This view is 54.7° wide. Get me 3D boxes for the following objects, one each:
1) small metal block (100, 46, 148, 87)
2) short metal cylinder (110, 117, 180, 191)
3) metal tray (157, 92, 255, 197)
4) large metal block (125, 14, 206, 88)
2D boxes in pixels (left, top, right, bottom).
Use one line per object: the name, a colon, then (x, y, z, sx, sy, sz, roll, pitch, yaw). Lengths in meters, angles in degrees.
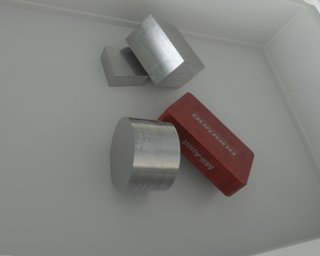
small metal block: (-0.050, -0.086, 0.432, 0.050, 0.025, 0.050, -6, 65, -31)
short metal cylinder: (-0.019, 0.030, 0.343, 0.050, 0.080, 0.080, 6, 59, -25)
metal tray: (0.062, 0.017, 0.409, 0.130, 0.030, 0.090, 44, 31, 2)
large metal block: (0.010, -0.105, 0.441, 0.080, 0.050, 0.080, 57, 25, 12)
